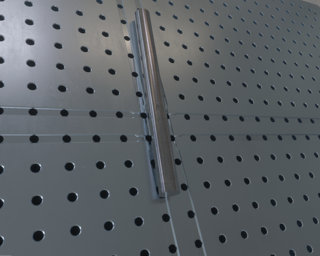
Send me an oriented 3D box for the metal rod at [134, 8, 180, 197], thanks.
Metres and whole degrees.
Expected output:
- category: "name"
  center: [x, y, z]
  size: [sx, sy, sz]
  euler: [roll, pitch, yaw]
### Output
- category: "metal rod"
  center: [-0.009, -0.053, 0.435]
  size: [0.025, 0.025, 0.299]
  euler: [5, 59, -25]
